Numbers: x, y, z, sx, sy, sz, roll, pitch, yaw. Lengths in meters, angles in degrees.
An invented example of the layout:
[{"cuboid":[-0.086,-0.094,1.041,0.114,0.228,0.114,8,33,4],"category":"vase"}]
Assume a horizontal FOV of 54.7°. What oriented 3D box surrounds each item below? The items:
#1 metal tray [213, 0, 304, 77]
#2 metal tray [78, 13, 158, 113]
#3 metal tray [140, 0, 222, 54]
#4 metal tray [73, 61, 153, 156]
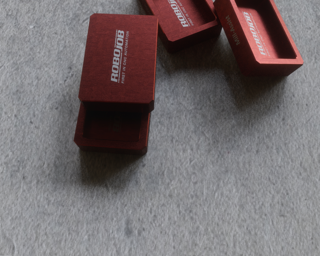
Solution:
[{"cuboid":[0.138,-0.136,0.439,0.091,0.030,0.130,-6,68,-28],"category":"metal tray"},{"cuboid":[-0.050,-0.086,0.404,0.091,0.030,0.130,2,70,0],"category":"metal tray"},{"cuboid":[0.028,-0.186,0.473,0.091,0.030,0.130,-23,72,-9],"category":"metal tray"},{"cuboid":[-0.057,-0.032,0.416,0.091,0.030,0.130,5,70,1],"category":"metal tray"}]
